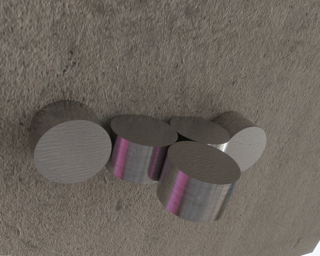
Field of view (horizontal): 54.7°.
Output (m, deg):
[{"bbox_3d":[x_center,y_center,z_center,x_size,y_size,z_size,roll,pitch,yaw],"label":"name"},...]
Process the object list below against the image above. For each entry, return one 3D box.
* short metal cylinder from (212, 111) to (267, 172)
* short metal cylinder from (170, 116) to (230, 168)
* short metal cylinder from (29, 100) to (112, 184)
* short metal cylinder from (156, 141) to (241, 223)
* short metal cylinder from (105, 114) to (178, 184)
[{"bbox_3d":[0.111,0.021,0.465,0.081,0.050,0.079,-14,125,-21],"label":"short metal cylinder"},{"bbox_3d":[0.047,0.023,0.413,0.081,0.080,0.050,0,118,-29],"label":"short metal cylinder"},{"bbox_3d":[-0.101,0.015,0.346,0.081,0.050,0.079,-14,125,-21],"label":"short metal cylinder"},{"bbox_3d":[0.041,0.056,0.340,0.081,0.080,0.050,0,119,-29],"label":"short metal cylinder"},{"bbox_3d":[-0.024,0.023,0.374,0.081,0.080,0.050,0,118,-29],"label":"short metal cylinder"}]
